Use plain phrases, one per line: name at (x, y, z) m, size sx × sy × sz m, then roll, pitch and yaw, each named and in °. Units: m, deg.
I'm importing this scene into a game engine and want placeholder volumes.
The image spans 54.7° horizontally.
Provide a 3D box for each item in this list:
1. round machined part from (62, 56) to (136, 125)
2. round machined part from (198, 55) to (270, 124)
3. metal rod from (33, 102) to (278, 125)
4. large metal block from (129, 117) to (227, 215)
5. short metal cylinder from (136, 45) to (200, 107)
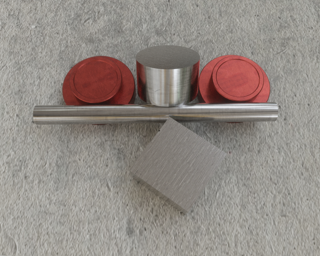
round machined part at (-0.083, -0.056, 0.420) m, size 0.099 × 0.042 × 0.098 m, roll 0°, pitch 70°, yaw 0°
round machined part at (0.102, -0.059, 0.423) m, size 0.099 × 0.042 × 0.098 m, roll 0°, pitch 70°, yaw 0°
metal rod at (-0.005, -0.019, 0.394) m, size 0.302 × 0.025 × 0.025 m, roll -1°, pitch 70°, yaw -1°
large metal block at (0.021, 0.047, 0.377) m, size 0.080 × 0.050 × 0.080 m, roll 34°, pitch 73°, yaw 11°
short metal cylinder at (0.010, -0.069, 0.402) m, size 0.080 × 0.050 × 0.080 m, roll 0°, pitch 35°, yaw 0°
